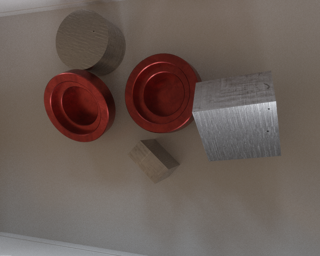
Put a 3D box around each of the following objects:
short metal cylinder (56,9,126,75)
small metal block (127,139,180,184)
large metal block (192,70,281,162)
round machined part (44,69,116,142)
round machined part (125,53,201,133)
[{"bbox_3d":[-0.095,-0.116,0.429,0.080,0.050,0.079,0,90,19],"label":"short metal cylinder"},{"bbox_3d":[-0.007,0.041,0.399,0.050,0.050,0.025,45,104,14],"label":"small metal block"},{"bbox_3d":[0.087,-0.010,0.344,0.080,0.080,0.050,-7,43,19],"label":"large metal block"},{"bbox_3d":[-0.105,-0.033,0.425,0.098,0.042,0.097,8,116,18],"label":"round machined part"},{"bbox_3d":[0.008,-0.042,0.395,0.098,0.042,0.097,0,89,23],"label":"round machined part"}]
